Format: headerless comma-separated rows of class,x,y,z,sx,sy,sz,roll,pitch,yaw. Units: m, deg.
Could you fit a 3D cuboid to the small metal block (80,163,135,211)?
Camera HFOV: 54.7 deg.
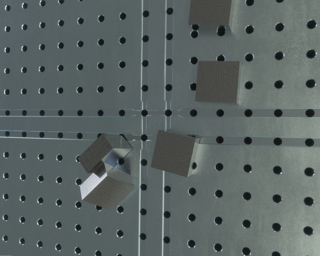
small metal block,-0.071,0.080,0.421,0.050,0.050,0.025,-44,40,14

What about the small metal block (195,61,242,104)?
small metal block,0.073,-0.056,0.386,0.050,0.025,0.050,5,92,19

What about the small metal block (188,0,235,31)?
small metal block,0.066,-0.151,0.389,0.050,0.025,0.050,7,93,19

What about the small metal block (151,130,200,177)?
small metal block,0.020,0.032,0.405,0.050,0.025,0.050,13,94,19

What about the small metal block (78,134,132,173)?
small metal block,-0.074,0.035,0.423,0.050,0.050,0.025,-44,71,14
